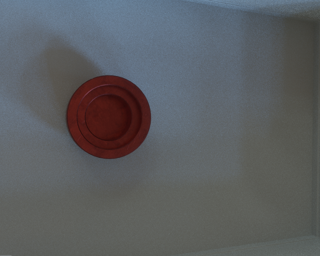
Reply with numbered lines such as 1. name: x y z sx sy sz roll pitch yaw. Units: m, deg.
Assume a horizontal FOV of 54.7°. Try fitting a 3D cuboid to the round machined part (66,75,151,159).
1. round machined part: -0.064 -0.013 0.378 0.099 0.042 0.097 0 90 -21
